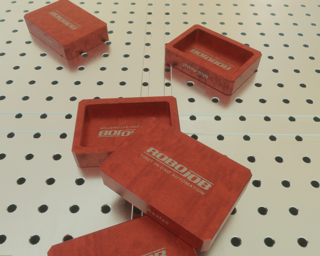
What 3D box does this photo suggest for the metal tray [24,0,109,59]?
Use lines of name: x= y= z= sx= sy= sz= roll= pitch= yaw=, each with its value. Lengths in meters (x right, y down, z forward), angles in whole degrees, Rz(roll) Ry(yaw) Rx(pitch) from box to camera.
metal tray: x=-0.167 y=-0.180 z=0.554 sx=0.130 sy=0.030 sz=0.091 roll=37 pitch=59 yaw=26

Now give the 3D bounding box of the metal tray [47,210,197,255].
metal tray: x=-0.030 y=0.137 z=0.289 sx=0.131 sy=0.030 sz=0.090 roll=-15 pitch=52 yaw=-13

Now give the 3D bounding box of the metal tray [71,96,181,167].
metal tray: x=-0.041 y=0.002 z=0.401 sx=0.131 sy=0.030 sz=0.090 roll=-3 pitch=50 yaw=-3

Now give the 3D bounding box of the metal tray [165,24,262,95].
metal tray: x=0.084 y=-0.115 z=0.501 sx=0.130 sy=0.030 sz=0.090 roll=33 pitch=57 yaw=24

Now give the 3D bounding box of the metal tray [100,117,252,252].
metal tray: x=0.016 y=0.051 z=0.322 sx=0.130 sy=0.030 sz=0.090 roll=29 pitch=56 yaw=22
